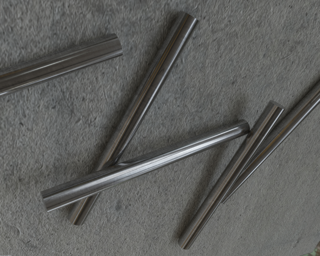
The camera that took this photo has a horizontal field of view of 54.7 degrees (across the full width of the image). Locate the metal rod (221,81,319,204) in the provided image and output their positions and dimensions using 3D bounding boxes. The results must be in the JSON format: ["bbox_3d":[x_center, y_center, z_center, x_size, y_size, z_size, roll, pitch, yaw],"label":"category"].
[{"bbox_3d":[0.201,0.012,0.523,0.299,0.025,0.025,-48,129,6],"label":"metal rod"}]

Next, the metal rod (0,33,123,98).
[{"bbox_3d":[-0.179,-0.031,0.289,0.302,0.025,0.025,-23,127,-15],"label":"metal rod"}]

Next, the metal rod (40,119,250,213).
[{"bbox_3d":[0.001,0.040,0.408,0.302,0.025,0.025,-18,126,-27],"label":"metal rod"}]

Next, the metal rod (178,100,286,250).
[{"bbox_3d":[0.106,0.088,0.500,0.025,0.025,0.298,11,119,-33],"label":"metal rod"}]

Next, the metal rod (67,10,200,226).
[{"bbox_3d":[-0.040,-0.001,0.384,0.025,0.025,0.298,20,108,-36],"label":"metal rod"}]
